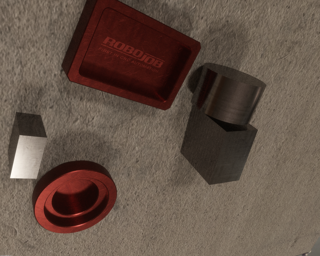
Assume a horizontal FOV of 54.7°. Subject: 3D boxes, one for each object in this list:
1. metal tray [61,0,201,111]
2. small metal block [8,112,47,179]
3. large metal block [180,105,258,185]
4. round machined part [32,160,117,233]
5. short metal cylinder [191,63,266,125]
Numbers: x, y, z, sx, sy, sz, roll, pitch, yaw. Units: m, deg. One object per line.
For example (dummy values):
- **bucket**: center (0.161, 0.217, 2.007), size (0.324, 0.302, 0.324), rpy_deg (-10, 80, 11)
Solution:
- **metal tray**: center (-0.028, -0.079, 0.340), size (0.131, 0.030, 0.089), rpy_deg (15, 111, -35)
- **small metal block**: center (-0.141, 0.018, 0.325), size (0.025, 0.050, 0.050), rpy_deg (8, 114, -32)
- **large metal block**: center (0.077, 0.019, 0.427), size (0.050, 0.080, 0.079), rpy_deg (-3, 120, -28)
- **round machined part**: center (-0.108, 0.081, 0.388), size (0.099, 0.042, 0.097), rpy_deg (-14, 125, -21)
- **short metal cylinder**: center (0.086, -0.045, 0.392), size (0.081, 0.080, 0.050), rpy_deg (4, 117, -31)
